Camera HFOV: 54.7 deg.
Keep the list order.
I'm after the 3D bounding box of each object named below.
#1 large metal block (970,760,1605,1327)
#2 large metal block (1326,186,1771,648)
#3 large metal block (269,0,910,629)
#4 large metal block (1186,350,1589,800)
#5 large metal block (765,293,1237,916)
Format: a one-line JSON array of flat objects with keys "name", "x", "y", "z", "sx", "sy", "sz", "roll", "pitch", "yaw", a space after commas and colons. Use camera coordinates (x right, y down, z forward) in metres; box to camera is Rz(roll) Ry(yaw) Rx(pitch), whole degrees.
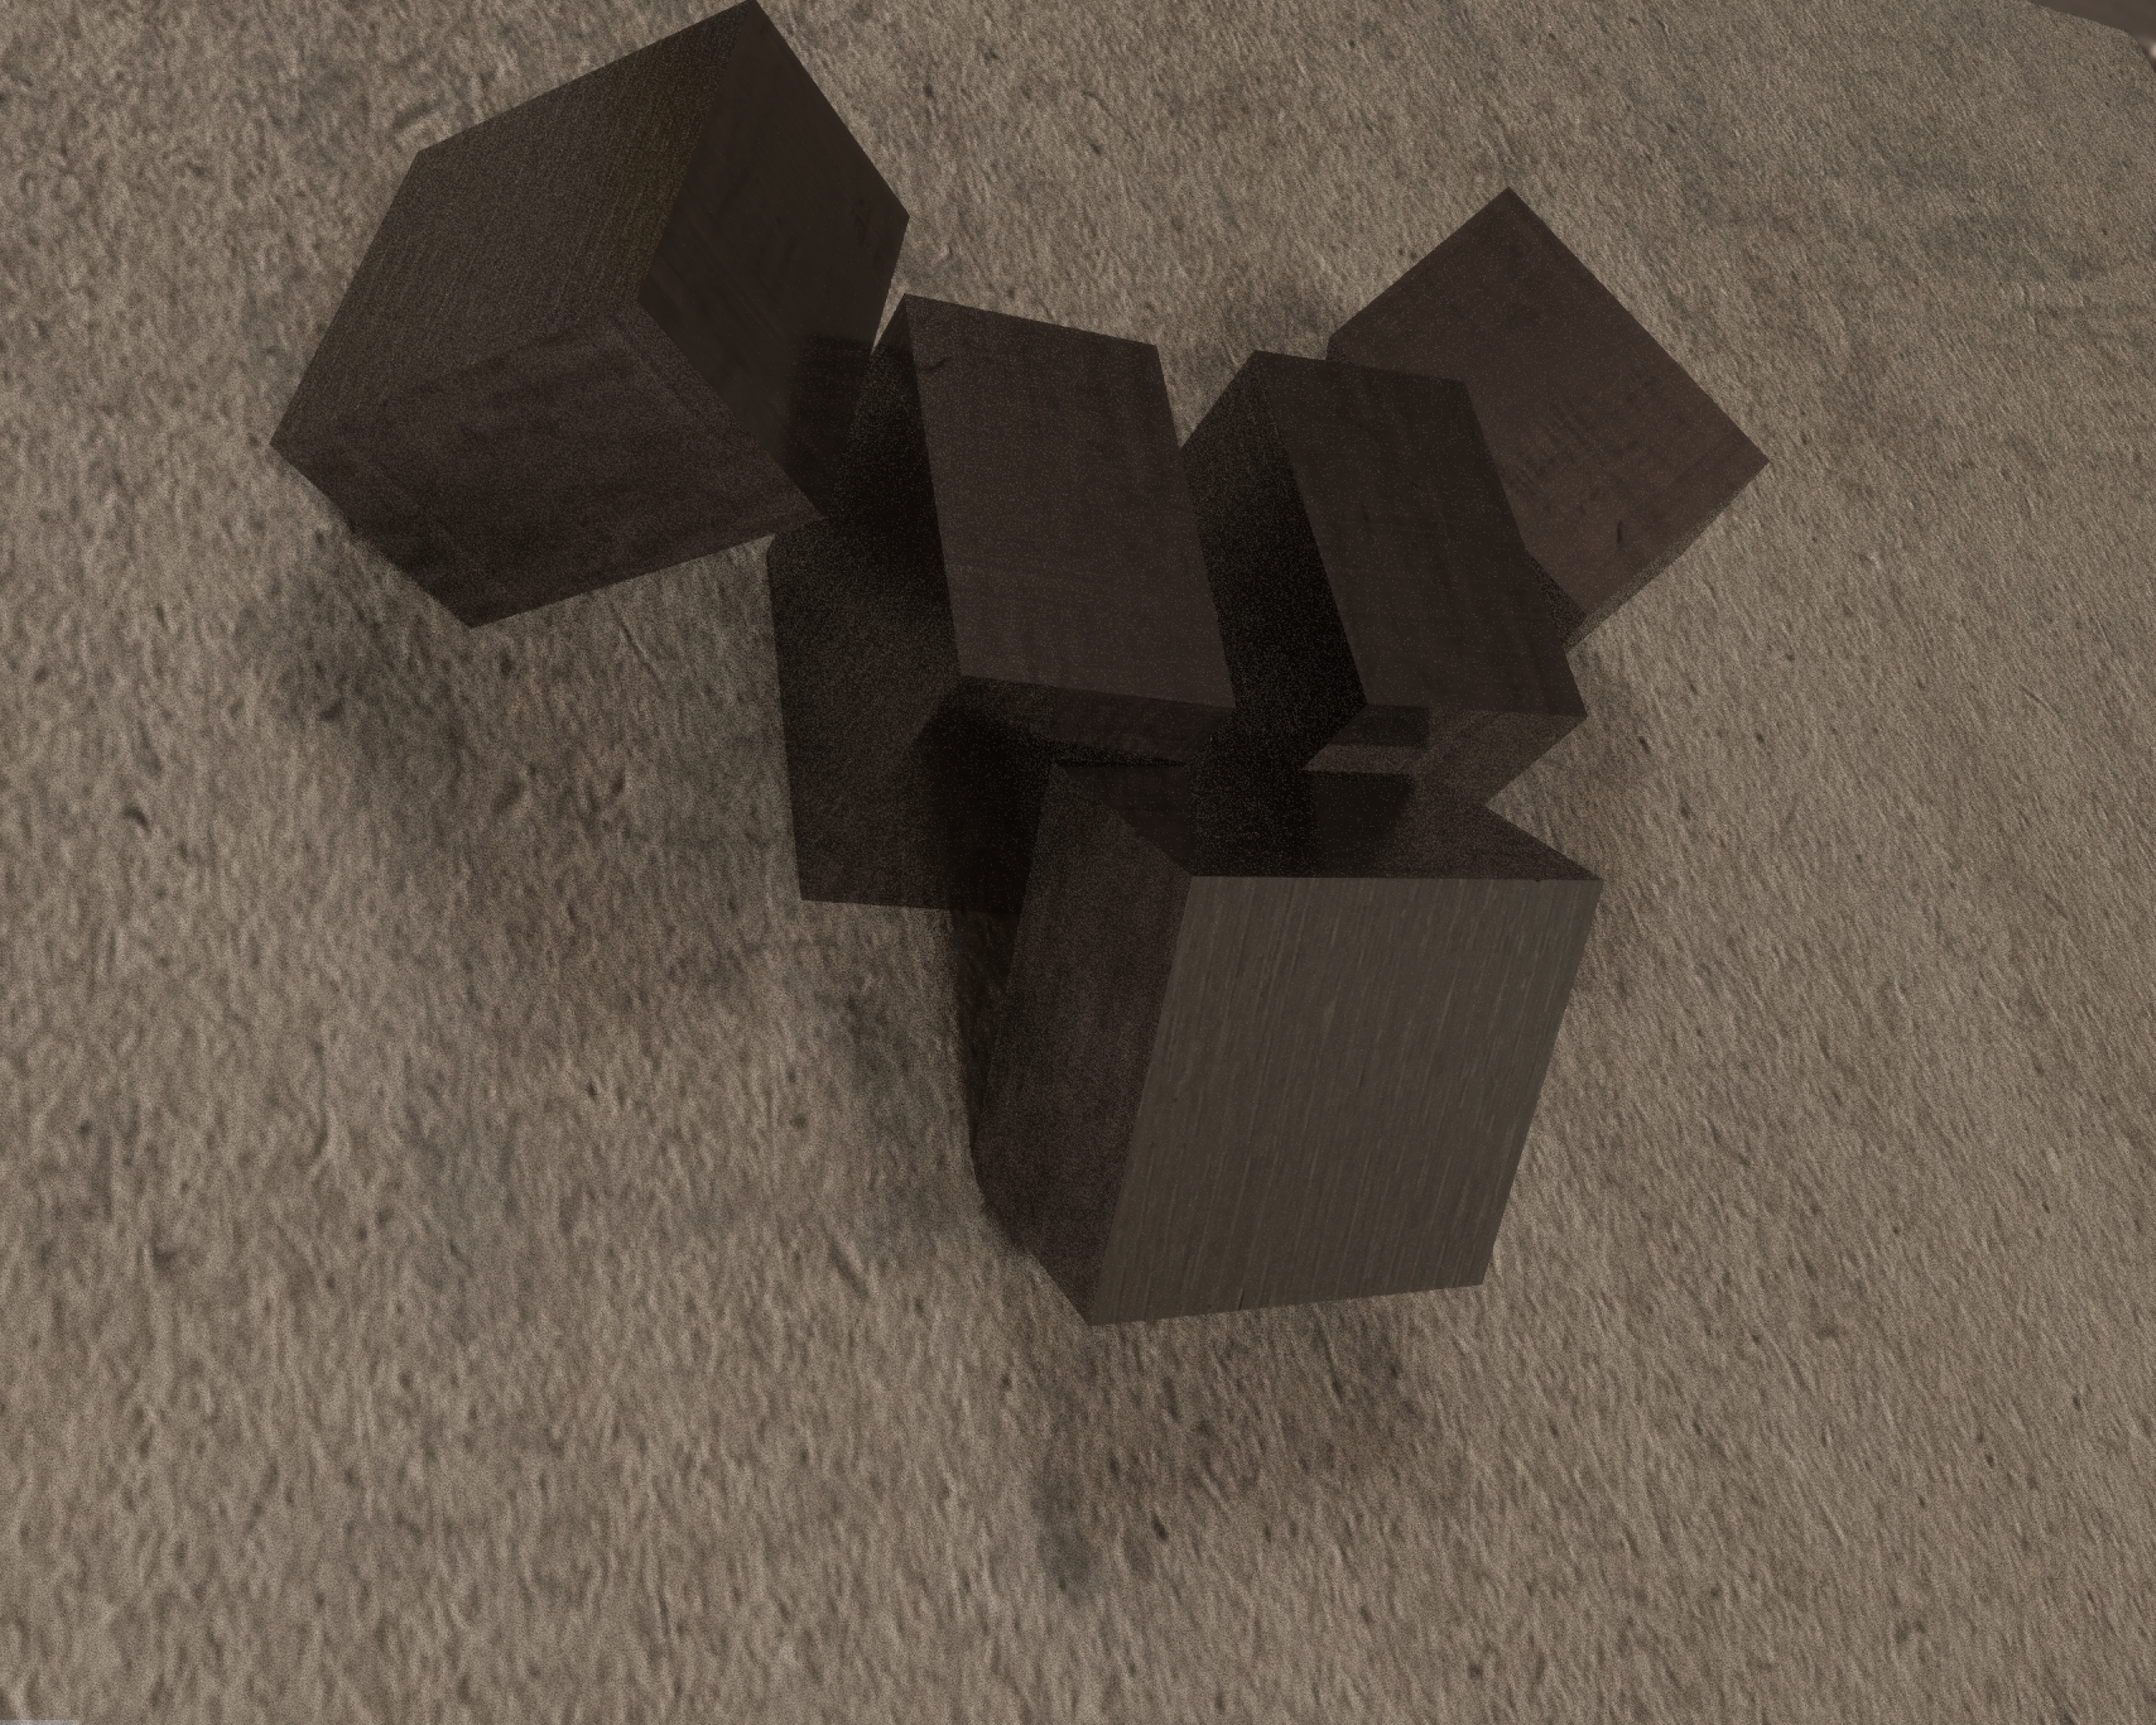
[{"name": "large metal block", "x": 0.034, "y": 0.029, "z": 0.364, "sx": 0.081, "sy": 0.079, "sz": 0.050, "roll": 1, "pitch": 22, "yaw": -28}, {"name": "large metal block", "x": 0.101, "y": -0.093, "z": 0.475, "sx": 0.050, "sy": 0.080, "sz": 0.080, "roll": -41, "pitch": 84, "yaw": -1}, {"name": "large metal block", "x": -0.084, "y": -0.096, "z": 0.373, "sx": 0.050, "sy": 0.080, "sz": 0.080, "roll": 49, "pitch": 39, "yaw": -43}, {"name": "large metal block", "x": 0.048, "y": -0.044, "z": 0.425, "sx": 0.050, "sy": 0.080, "sz": 0.080, "roll": 1, "pitch": 62, "yaw": -28}, {"name": "large metal block", "x": -0.019, "y": -0.044, "z": 0.388, "sx": 0.050, "sy": 0.080, "sz": 0.080, "roll": 5, "pitch": 60, "yaw": -26}]
